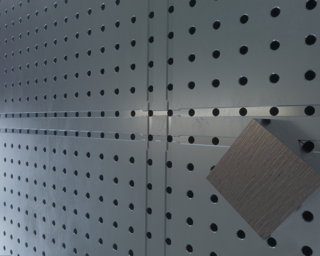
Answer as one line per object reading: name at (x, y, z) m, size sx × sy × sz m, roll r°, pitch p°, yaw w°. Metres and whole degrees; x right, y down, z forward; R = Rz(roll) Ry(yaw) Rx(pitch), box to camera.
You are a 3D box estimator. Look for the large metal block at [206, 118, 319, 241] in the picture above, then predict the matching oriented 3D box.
large metal block at (0.107, 0.047, 0.305) m, size 0.080 × 0.050 × 0.080 m, roll 47°, pitch 118°, yaw 29°
